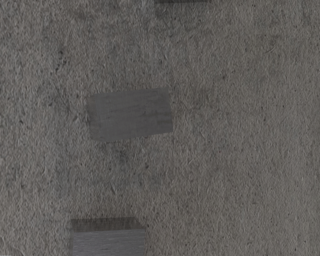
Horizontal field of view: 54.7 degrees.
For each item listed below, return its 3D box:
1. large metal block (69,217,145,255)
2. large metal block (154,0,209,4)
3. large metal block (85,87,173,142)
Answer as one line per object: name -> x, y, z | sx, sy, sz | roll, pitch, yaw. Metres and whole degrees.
large metal block -> -0.066, 0.155, 0.371 | 0.081, 0.050, 0.080 | 4, 89, -20
large metal block -> 0.032, -0.214, 0.407 | 0.081, 0.050, 0.080 | -10, 94, -20
large metal block -> -0.039, -0.015, 0.365 | 0.081, 0.080, 0.050 | -8, 93, -20
